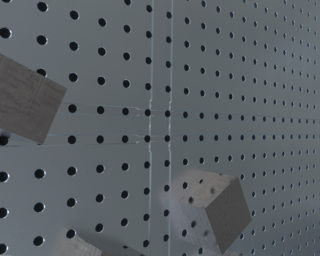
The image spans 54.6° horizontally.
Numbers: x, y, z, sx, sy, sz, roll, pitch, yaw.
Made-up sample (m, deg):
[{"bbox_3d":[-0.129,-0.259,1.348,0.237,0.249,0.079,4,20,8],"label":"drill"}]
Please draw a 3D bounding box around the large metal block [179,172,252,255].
[{"bbox_3d":[0.085,0.124,0.463,0.080,0.050,0.080,-33,111,-35],"label":"large metal block"}]

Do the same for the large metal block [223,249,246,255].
[{"bbox_3d":[0.113,0.255,0.487,0.081,0.050,0.080,-32,110,-35],"label":"large metal block"}]

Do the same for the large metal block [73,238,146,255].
[{"bbox_3d":[-0.058,0.176,0.344,0.080,0.050,0.080,29,72,-36],"label":"large metal block"}]

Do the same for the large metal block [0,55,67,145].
[{"bbox_3d":[-0.138,-0.026,0.257,0.080,0.080,0.050,29,72,-36],"label":"large metal block"}]
